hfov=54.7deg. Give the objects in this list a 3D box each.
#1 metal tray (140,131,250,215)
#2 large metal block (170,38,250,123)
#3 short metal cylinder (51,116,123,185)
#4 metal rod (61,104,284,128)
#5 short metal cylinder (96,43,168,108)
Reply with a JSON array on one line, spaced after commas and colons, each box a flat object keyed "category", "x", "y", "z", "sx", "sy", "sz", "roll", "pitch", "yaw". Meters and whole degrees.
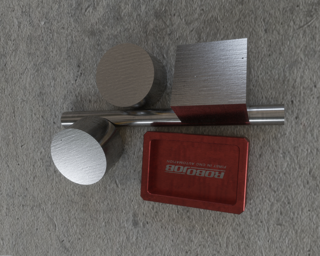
[{"category": "metal tray", "x": 0.043, "y": 0.052, "z": 0.391, "sx": 0.130, "sy": 0.030, "sz": 0.089, "roll": 4, "pitch": 91, "yaw": 19}, {"category": "large metal block", "x": 0.062, "y": -0.053, "z": 0.362, "sx": 0.080, "sy": 0.050, "sz": 0.080, "roll": -1, "pitch": 69, "yaw": 20}, {"category": "short metal cylinder", "x": -0.097, "y": 0.029, "z": 0.418, "sx": 0.080, "sy": 0.050, "sz": 0.079, "roll": 7, "pitch": 113, "yaw": 16}, {"category": "metal rod", "x": 0.003, "y": -0.014, "z": 0.410, "sx": 0.301, "sy": 0.025, "sz": 0.025, "roll": -1, "pitch": 90, "yaw": 19}, {"category": "short metal cylinder", "x": -0.036, "y": -0.066, "z": 0.410, "sx": 0.080, "sy": 0.050, "sz": 0.080, "roll": 0, "pitch": 89, "yaw": 20}]
